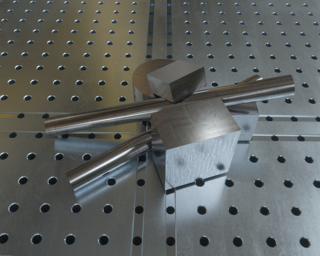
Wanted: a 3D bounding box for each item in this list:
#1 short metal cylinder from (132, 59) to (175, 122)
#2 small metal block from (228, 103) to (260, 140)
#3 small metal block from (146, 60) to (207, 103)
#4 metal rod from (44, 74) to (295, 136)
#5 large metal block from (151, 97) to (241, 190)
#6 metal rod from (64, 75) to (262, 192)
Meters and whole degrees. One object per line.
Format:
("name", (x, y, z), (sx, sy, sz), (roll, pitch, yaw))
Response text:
("short metal cylinder", (0.003, -0.051, 0.430), (0.081, 0.050, 0.080), (0, 49, 0))
("small metal block", (0.094, -0.009, 0.395), (0.050, 0.050, 0.025), (-1, 50, 1))
("small metal block", (0.020, -0.058, 0.376), (0.050, 0.025, 0.050), (-29, 33, -22))
("metal rod", (0.004, -0.025, 0.378), (0.301, 0.025, 0.025), (-9, 50, 9))
("large metal block", (0.036, 0.019, 0.350), (0.081, 0.080, 0.050), (-14, 52, -12))
("metal rod", (0.022, -0.003, 0.407), (0.302, 0.025, 0.025), (-28, 55, -22))
